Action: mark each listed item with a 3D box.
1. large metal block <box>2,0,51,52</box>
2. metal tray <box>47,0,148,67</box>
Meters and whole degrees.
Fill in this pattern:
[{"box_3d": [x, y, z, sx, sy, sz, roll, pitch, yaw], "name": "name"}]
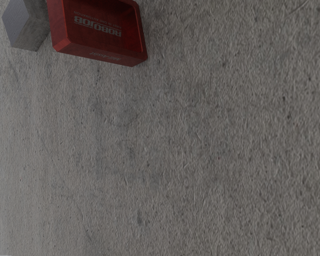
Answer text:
[{"box_3d": [-0.257, -0.209, 0.601, 0.080, 0.050, 0.080, -40, 66, 32], "name": "large metal block"}, {"box_3d": [-0.077, -0.134, 0.400, 0.030, 0.131, 0.090, -17, 80, 39], "name": "metal tray"}]
